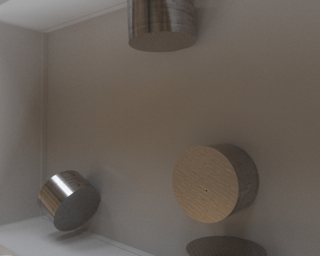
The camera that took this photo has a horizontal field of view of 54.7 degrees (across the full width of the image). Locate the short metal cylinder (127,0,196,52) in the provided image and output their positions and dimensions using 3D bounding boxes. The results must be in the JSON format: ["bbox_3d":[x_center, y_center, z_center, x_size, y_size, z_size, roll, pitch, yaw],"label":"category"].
[{"bbox_3d":[0.002,-0.126,0.370,0.080,0.081,0.050,-4,88,40],"label":"short metal cylinder"}]

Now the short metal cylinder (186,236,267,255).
[{"bbox_3d":[0.067,0.149,0.316,0.080,0.081,0.050,0,90,40],"label":"short metal cylinder"}]

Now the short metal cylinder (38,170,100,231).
[{"bbox_3d":[-0.143,0.114,0.489,0.050,0.081,0.079,33,110,35],"label":"short metal cylinder"}]

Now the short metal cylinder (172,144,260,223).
[{"bbox_3d":[0.061,0.058,0.341,0.080,0.050,0.080,0,90,40],"label":"short metal cylinder"}]
